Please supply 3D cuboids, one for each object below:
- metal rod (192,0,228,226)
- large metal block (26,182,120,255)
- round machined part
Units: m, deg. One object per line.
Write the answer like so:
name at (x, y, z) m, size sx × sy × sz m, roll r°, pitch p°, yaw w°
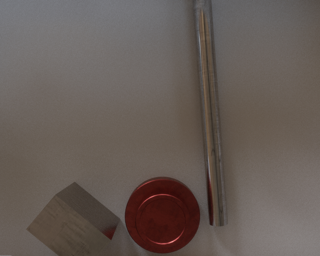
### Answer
metal rod at (0.067, -0.022, 0.412) m, size 0.025 × 0.025 × 0.298 m, roll -4°, pitch 90°, yaw -1°
large metal block at (-0.101, 0.118, 0.383) m, size 0.080 × 0.080 × 0.050 m, roll 40°, pitch 90°, yaw -1°
round machined part at (0.003, 0.115, 0.403) m, size 0.099 × 0.042 × 0.097 m, roll 0°, pitch 90°, yaw -1°
